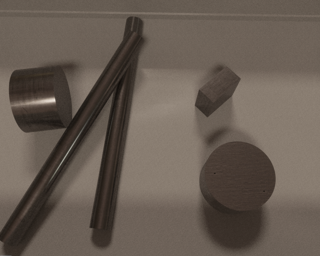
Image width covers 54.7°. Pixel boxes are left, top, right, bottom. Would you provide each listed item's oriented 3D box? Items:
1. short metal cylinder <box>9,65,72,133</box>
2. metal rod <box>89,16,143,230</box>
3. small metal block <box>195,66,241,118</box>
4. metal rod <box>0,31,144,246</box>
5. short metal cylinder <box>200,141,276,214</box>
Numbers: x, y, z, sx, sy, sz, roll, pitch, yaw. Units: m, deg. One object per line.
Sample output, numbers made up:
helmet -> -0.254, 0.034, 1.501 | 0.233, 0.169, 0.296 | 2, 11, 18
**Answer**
short metal cylinder -> -0.147, -0.036, 0.392 | 0.050, 0.080, 0.080 | -7, 70, -3
metal rod -> -0.054, -0.020, 0.416 | 0.025, 0.025, 0.299 | 6, 70, 2
small metal block -> 0.076, -0.047, 0.415 | 0.050, 0.050, 0.025 | -41, 75, -14
metal rod -> -0.105, 0.004, 0.391 | 0.025, 0.025, 0.300 | 27, 78, 9
short metal cylinder -> 0.091, 0.062, 0.375 | 0.081, 0.050, 0.080 | 0, 70, 0
